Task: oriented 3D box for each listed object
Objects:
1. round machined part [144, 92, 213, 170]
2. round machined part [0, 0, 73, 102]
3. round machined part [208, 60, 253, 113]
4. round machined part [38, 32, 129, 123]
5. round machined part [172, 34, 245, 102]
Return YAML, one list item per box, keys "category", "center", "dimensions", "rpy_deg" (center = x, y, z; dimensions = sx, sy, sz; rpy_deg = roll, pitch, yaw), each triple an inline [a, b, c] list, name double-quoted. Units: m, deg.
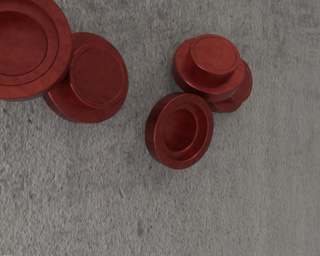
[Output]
- category: "round machined part"
  center: [0.020, 0.001, 0.403]
  dimensions: [0.099, 0.042, 0.097]
  rpy_deg: [-10, 107, -35]
- category: "round machined part"
  center: [-0.127, -0.072, 0.271]
  dimensions: [0.099, 0.042, 0.097]
  rpy_deg: [0, 88, -14]
- category: "round machined part"
  center: [0.107, -0.072, 0.483]
  dimensions: [0.099, 0.042, 0.097]
  rpy_deg: [0, 90, -40]
- category: "round machined part"
  center: [-0.074, -0.054, 0.332]
  dimensions: [0.099, 0.042, 0.097]
  rpy_deg: [0, 90, -40]
- category: "round machined part"
  center: [0.068, -0.087, 0.417]
  dimensions: [0.099, 0.042, 0.098]
  rpy_deg: [5, 61, -8]
